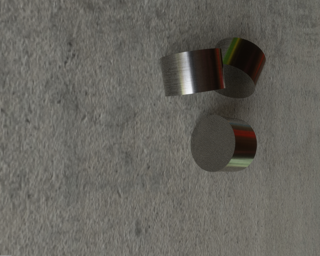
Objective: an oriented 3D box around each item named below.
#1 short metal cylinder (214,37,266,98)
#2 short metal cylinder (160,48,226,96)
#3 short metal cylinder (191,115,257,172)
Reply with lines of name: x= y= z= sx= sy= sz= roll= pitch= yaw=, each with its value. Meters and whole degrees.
short metal cylinder: x=0.111 y=-0.088 z=0.464 sx=0.080 sy=0.080 sz=0.050 roll=41 pitch=65 yaw=-33
short metal cylinder: x=0.043 y=-0.072 z=0.407 sx=0.081 sy=0.080 sz=0.050 roll=-15 pitch=100 yaw=-39
short metal cylinder: x=0.091 y=0.023 z=0.448 sx=0.050 sy=0.080 sz=0.080 roll=7 pitch=86 yaw=-40
